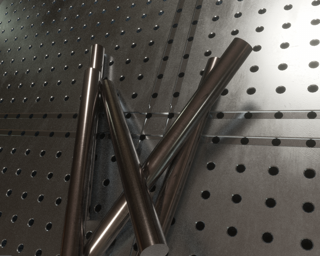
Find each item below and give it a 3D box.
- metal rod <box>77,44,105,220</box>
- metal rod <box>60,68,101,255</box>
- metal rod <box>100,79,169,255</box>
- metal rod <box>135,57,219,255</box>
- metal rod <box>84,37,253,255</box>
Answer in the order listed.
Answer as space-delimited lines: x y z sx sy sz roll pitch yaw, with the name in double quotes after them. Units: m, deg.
-0.106 -0.013 0.469 0.025 0.025 0.299 -15 56 19 "metal rod"
-0.101 0.041 0.405 0.025 0.025 0.299 -15 55 19 "metal rod"
-0.045 0.020 0.377 0.025 0.025 0.300 -33 39 6 "metal rod"
0.025 0.042 0.368 0.025 0.025 0.300 9 66 31 "metal rod"
0.007 0.025 0.357 0.025 0.025 0.299 37 91 38 "metal rod"
